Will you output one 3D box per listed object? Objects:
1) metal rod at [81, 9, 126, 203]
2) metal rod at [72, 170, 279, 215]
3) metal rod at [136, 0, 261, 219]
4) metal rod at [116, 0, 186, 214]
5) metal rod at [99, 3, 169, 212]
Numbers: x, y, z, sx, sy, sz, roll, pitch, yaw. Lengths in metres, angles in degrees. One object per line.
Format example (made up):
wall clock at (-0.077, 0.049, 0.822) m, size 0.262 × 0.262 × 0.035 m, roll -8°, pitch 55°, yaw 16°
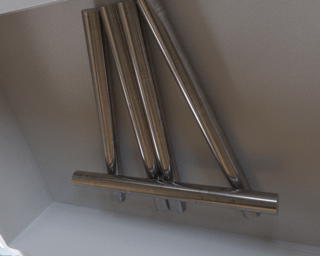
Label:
metal rod at (-0.075, -0.011, 0.440) m, size 0.025 × 0.025 × 0.298 m, roll 11°, pitch 124°, yaw 22°
metal rod at (0.002, 0.084, 0.424) m, size 0.300 × 0.025 × 0.025 m, roll 2°, pitch 119°, yaw 27°
metal rod at (0.054, -0.014, 0.370) m, size 0.025 × 0.025 × 0.299 m, roll -17°, pitch 110°, yaw 35°
metal rod at (-0.004, -0.009, 0.404) m, size 0.025 × 0.025 × 0.298 m, roll 1°, pitch 119°, yaw 28°
metal rod at (-0.026, -0.009, 0.415) m, size 0.025 × 0.025 × 0.298 m, roll 1°, pitch 119°, yaw 28°
